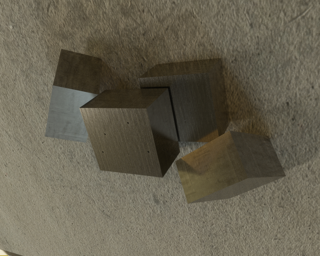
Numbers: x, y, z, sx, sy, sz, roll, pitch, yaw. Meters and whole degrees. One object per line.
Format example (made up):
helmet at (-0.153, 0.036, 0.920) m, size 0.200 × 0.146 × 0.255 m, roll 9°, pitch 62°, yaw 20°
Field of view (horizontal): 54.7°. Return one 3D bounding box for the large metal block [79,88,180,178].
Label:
large metal block at (-0.030, 0.003, 0.341) m, size 0.080 × 0.050 × 0.079 m, roll 2°, pitch 120°, yaw 27°

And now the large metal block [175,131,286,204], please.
large metal block at (0.079, 0.046, 0.350) m, size 0.080 × 0.081 × 0.050 m, roll -35°, pitch 61°, yaw 38°

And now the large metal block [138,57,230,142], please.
large metal block at (0.031, -0.031, 0.356) m, size 0.080 × 0.050 × 0.080 m, roll 0°, pitch 119°, yaw 27°

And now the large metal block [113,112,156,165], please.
large metal block at (-0.032, 0.005, 0.408) m, size 0.080 × 0.050 × 0.080 m, roll 0°, pitch 119°, yaw 27°

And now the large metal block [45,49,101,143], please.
large metal block at (-0.110, -0.041, 0.395) m, size 0.050 × 0.080 × 0.079 m, roll 10°, pitch 130°, yaw -18°
